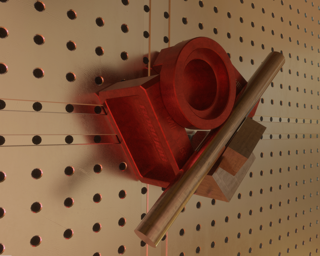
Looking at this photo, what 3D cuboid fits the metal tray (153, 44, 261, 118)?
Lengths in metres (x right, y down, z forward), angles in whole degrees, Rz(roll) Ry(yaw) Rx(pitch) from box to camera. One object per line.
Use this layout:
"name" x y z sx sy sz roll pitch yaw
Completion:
"metal tray" 0.065 -0.061 0.422 0.130 0.090 0.030 38 68 -34

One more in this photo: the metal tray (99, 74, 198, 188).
"metal tray" -0.011 0.008 0.359 0.030 0.090 0.129 -36 113 -34

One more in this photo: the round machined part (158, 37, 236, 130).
"round machined part" 0.037 -0.047 0.341 0.099 0.042 0.097 0 90 -40

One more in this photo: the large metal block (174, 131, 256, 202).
"large metal block" 0.072 0.049 0.432 0.080 0.080 0.050 -49 120 -29

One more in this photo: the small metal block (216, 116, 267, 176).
"small metal block" 0.096 0.023 0.369 0.025 0.050 0.050 33 61 13

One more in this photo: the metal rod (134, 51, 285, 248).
"metal rod" 0.074 0.003 0.355 0.301 0.025 0.025 -48 119 -29
